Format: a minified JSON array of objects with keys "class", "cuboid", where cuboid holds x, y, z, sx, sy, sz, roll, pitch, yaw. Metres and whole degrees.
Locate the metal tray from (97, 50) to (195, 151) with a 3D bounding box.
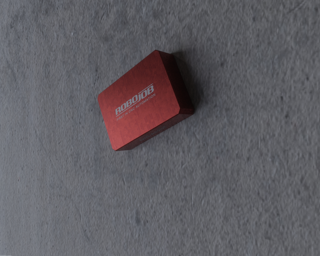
[{"class":"metal tray","cuboid":[-0.025,-0.033,0.420,0.130,0.030,0.090,-30,71,35]}]
